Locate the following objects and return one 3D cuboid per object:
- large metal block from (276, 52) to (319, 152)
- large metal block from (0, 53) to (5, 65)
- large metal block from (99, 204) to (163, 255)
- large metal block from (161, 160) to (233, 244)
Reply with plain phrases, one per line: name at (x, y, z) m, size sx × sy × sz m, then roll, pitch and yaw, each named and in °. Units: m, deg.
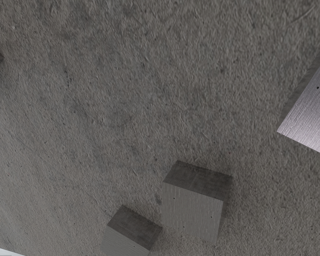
large metal block at (0.169, -0.020, 0.289) m, size 0.080 × 0.050 × 0.079 m, roll 28°, pitch 128°, yaw 10°
large metal block at (-0.305, -0.111, 0.483) m, size 0.080 × 0.050 × 0.080 m, roll -33°, pitch 100°, yaw 38°
large metal block at (-0.051, 0.193, 0.537) m, size 0.080 × 0.050 × 0.079 m, roll 27°, pitch 128°, yaw 11°
large metal block at (0.050, 0.100, 0.427) m, size 0.080 × 0.050 × 0.079 m, roll 14°, pitch 124°, yaw 20°
